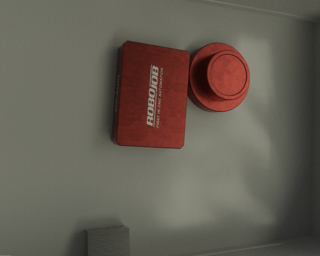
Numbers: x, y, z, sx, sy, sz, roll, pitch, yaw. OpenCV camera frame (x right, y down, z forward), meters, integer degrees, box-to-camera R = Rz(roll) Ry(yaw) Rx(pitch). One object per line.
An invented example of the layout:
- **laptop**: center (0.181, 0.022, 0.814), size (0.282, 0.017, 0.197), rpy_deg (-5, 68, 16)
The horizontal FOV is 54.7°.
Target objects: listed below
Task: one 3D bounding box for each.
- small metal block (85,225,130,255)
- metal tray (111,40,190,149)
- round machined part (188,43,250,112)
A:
- **small metal block**: center (-0.065, 0.150, 0.383), size (0.050, 0.025, 0.050), rpy_deg (0, 80, -20)
- **metal tray**: center (-0.012, -0.040, 0.405), size (0.091, 0.030, 0.129), rpy_deg (5, 89, -20)
- **round machined part**: center (0.086, -0.071, 0.435), size (0.099, 0.042, 0.097), rpy_deg (0, 90, -21)
